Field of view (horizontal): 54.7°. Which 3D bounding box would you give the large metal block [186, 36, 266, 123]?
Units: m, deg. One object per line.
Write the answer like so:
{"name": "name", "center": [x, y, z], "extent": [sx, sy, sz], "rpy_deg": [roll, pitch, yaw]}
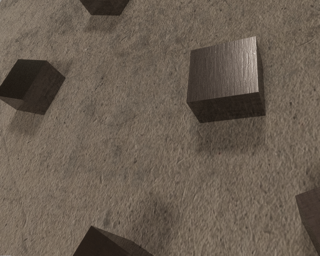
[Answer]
{"name": "large metal block", "center": [0.082, -0.057, 0.379], "extent": [0.080, 0.050, 0.080], "rpy_deg": [-7, 59, 24]}

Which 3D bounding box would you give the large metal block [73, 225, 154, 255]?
{"name": "large metal block", "center": [-0.049, 0.151, 0.300], "extent": [0.050, 0.080, 0.080], "rpy_deg": [21, 73, 35]}

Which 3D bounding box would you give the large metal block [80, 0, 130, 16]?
{"name": "large metal block", "center": [-0.102, -0.268, 0.603], "extent": [0.080, 0.050, 0.080], "rpy_deg": [15, 69, 33]}

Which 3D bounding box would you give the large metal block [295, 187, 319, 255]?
{"name": "large metal block", "center": [0.149, 0.091, 0.235], "extent": [0.050, 0.080, 0.080], "rpy_deg": [-24, 53, 13]}

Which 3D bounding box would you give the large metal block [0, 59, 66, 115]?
{"name": "large metal block", "center": [-0.230, -0.074, 0.551], "extent": [0.080, 0.050, 0.080], "rpy_deg": [10, 67, 32]}
